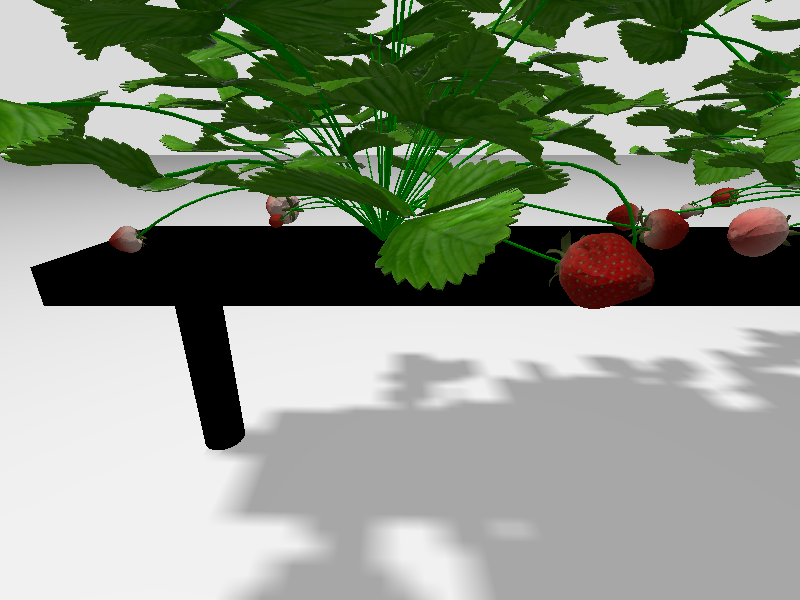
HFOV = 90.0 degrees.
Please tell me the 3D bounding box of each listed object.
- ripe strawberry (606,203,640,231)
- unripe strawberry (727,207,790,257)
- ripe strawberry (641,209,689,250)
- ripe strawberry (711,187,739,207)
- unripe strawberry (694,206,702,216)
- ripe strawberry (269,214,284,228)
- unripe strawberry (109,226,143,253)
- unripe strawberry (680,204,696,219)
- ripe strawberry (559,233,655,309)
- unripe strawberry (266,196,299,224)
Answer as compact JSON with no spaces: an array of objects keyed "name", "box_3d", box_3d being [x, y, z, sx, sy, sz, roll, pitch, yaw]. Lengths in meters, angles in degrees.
[{"name":"ripe strawberry","box_3d":[0.220,-0.083,0.397,0.028,0.027,0.026,4,22,12]},{"name":"unripe strawberry","box_3d":[0.267,-0.051,0.304,0.039,0.038,0.036,-7,22,-15]},{"name":"ripe strawberry","box_3d":[0.219,-0.058,0.329,0.033,0.033,0.031,3,22,5]},{"name":"ripe strawberry","box_3d":[0.425,-0.135,0.527,0.029,0.025,0.029,-1,14,-3]},{"name":"unripe strawberry","box_3d":[0.348,-0.104,0.470,0.013,0.011,0.013,-14,15,-32]},{"name":"ripe strawberry","box_3d":[-0.125,-0.080,0.404,0.016,0.013,0.016,-5,17,30]},{"name":"unripe strawberry","box_3d":[-0.216,-0.047,0.314,0.022,0.021,0.020,-13,23,-7]},{"name":"unripe strawberry","box_3d":[0.326,-0.100,0.455,0.017,0.017,0.015,-20,47,-41]},{"name":"ripe strawberry","box_3d":[0.103,-0.013,0.200,0.044,0.039,0.040,-15,27,-34]},{"name":"unripe strawberry","box_3d":[-0.128,-0.100,0.430,0.038,0.037,0.035,15,26,35]}]
